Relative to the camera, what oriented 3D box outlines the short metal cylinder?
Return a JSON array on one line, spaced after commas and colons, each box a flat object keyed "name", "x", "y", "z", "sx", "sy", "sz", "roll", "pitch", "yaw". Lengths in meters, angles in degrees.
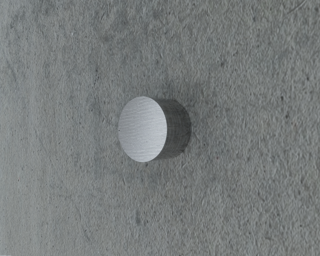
[{"name": "short metal cylinder", "x": -0.007, "y": 0.001, "z": 0.394, "sx": 0.080, "sy": 0.050, "sz": 0.079, "roll": 0, "pitch": 90, "yaw": 39}]
